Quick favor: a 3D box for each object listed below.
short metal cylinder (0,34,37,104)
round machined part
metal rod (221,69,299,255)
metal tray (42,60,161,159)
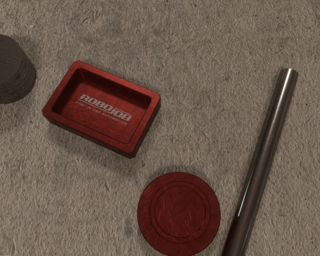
[{"bbox_3d":[-0.218,-0.079,0.421,0.081,0.050,0.080,0,70,0],"label":"short metal cylinder"},{"bbox_3d":[0.022,0.099,0.363,0.099,0.042,0.098,0,70,-1],"label":"round machined part"},{"bbox_3d":[0.125,0.053,0.390,0.025,0.025,0.300,22,71,7],"label":"metal rod"},{"bbox_3d":[-0.075,-0.026,0.413,0.130,0.030,0.090,24,71,8],"label":"metal tray"}]
